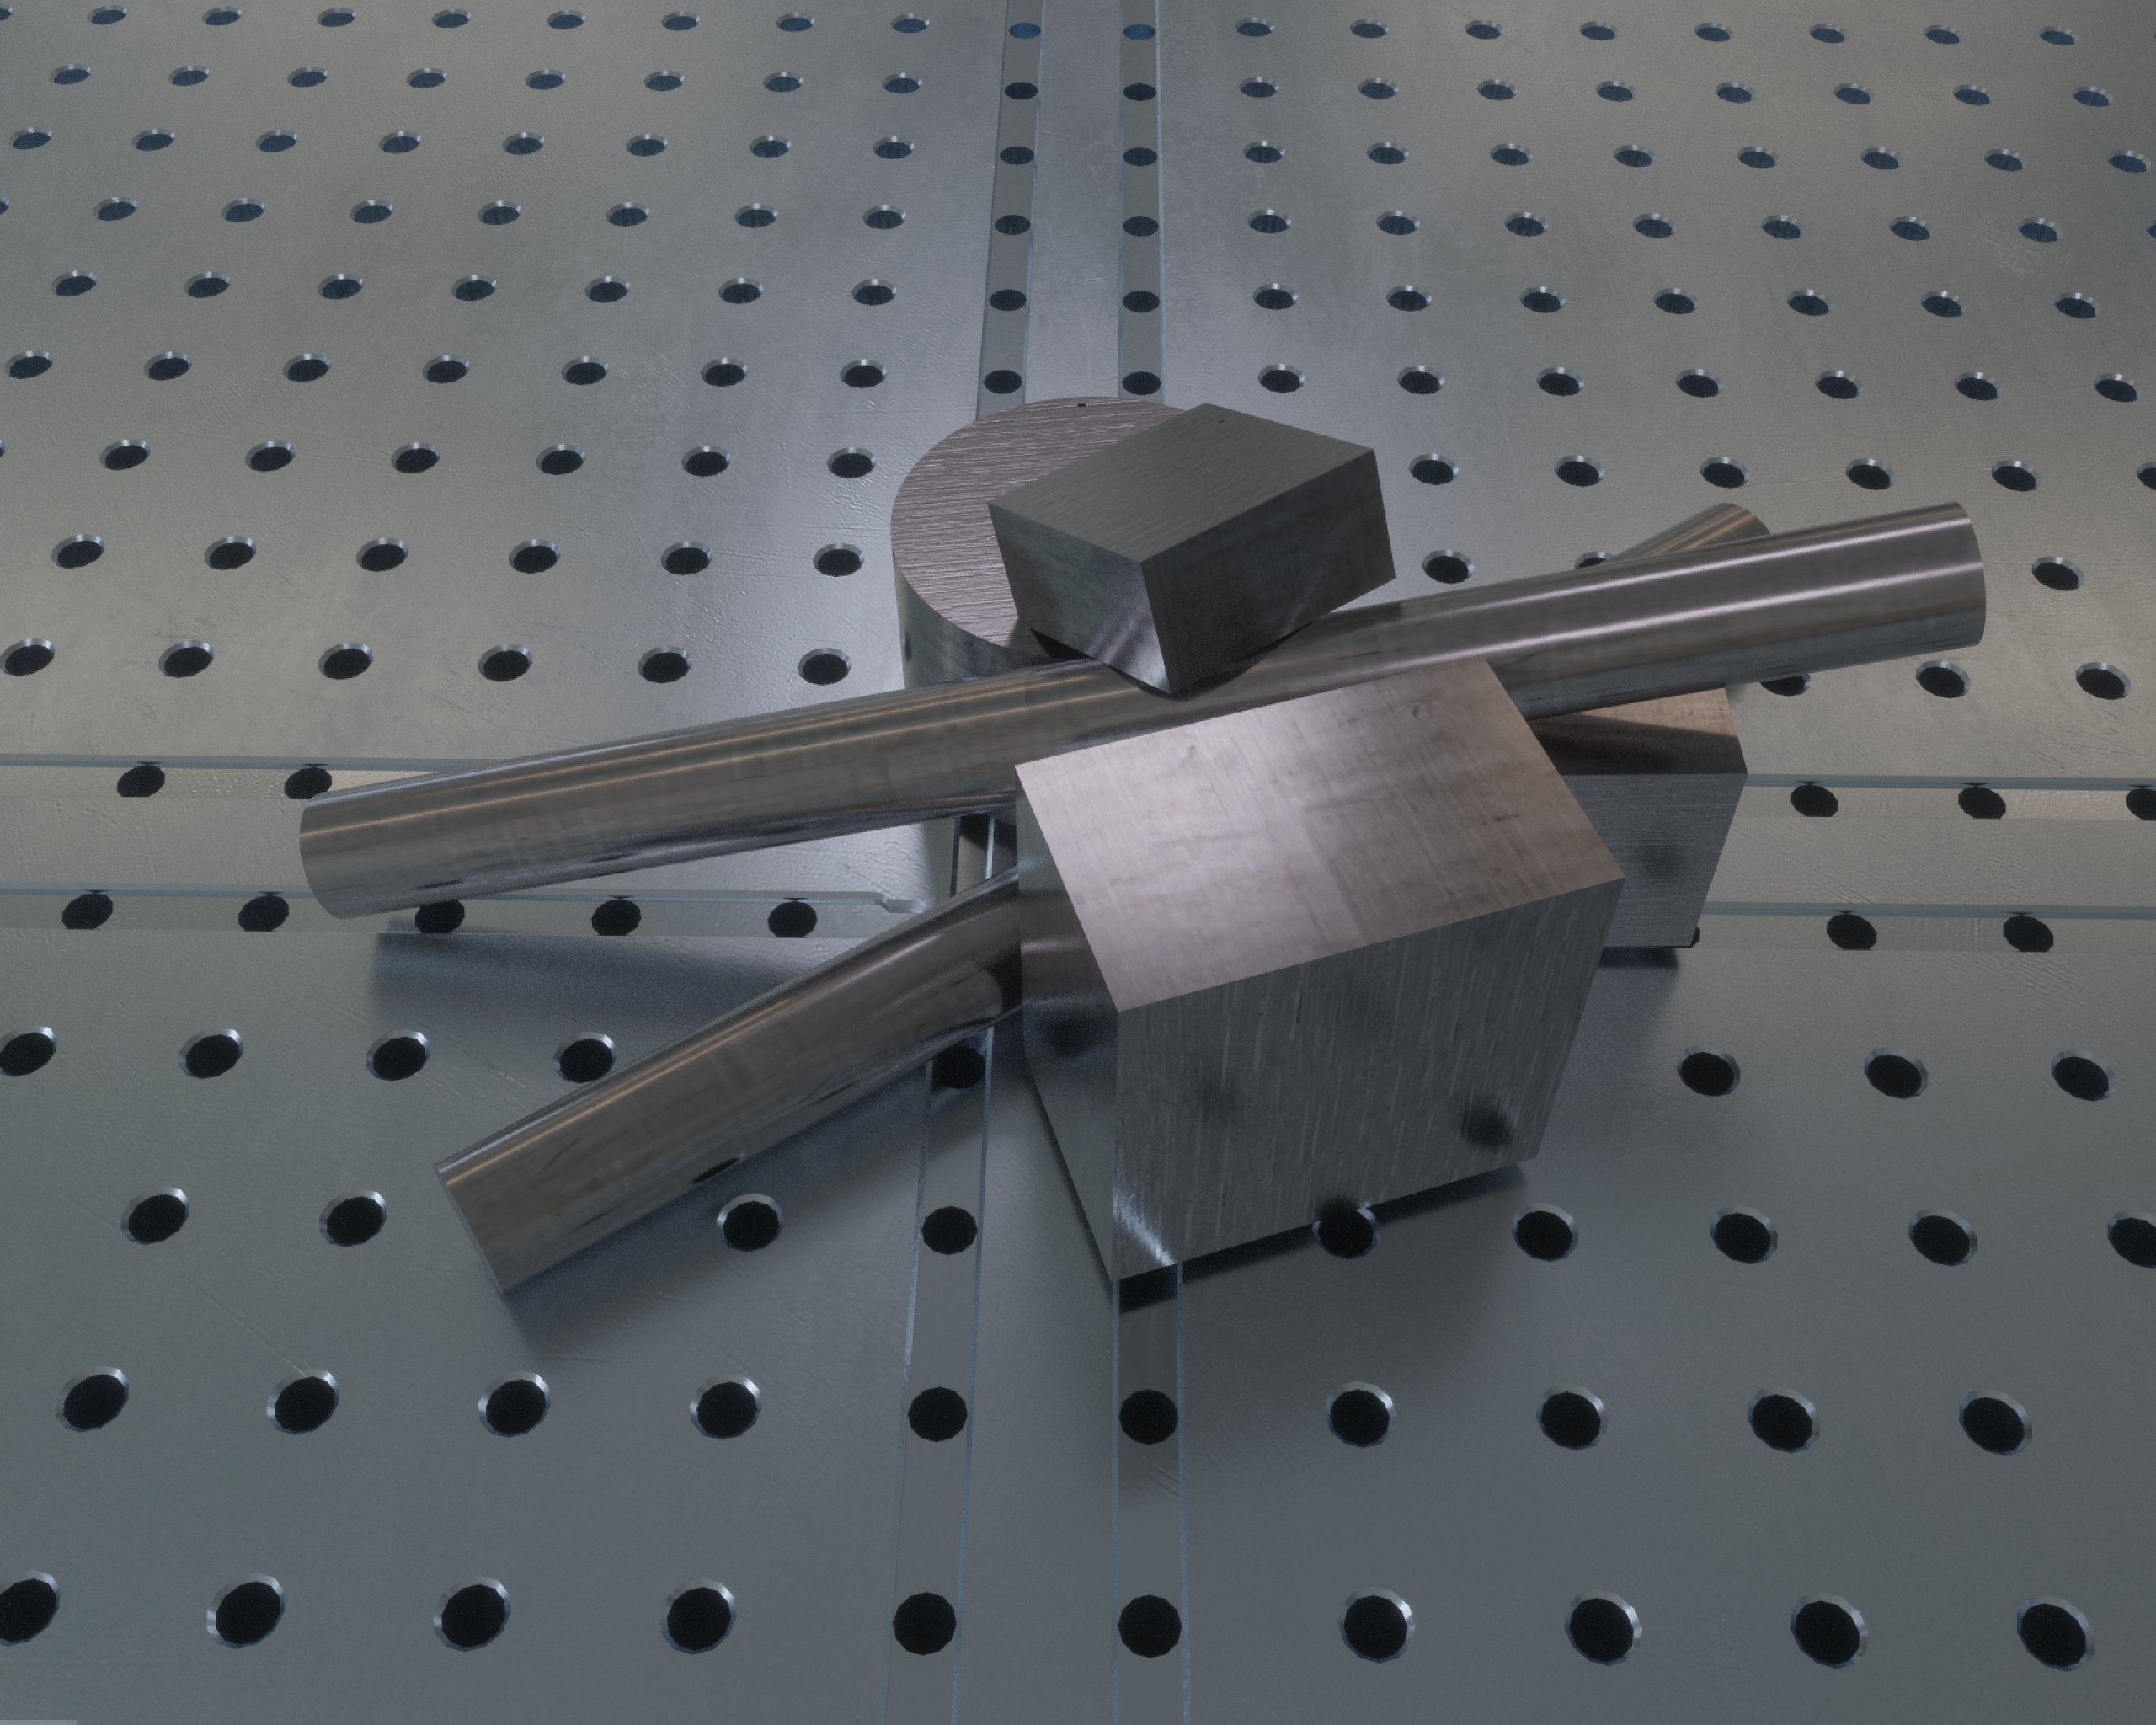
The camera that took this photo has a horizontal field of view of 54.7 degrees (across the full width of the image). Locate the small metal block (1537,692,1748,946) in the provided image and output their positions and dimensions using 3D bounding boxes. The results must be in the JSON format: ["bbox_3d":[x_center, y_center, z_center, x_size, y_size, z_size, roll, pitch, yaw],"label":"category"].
[{"bbox_3d":[0.094,-0.009,0.395,0.050,0.050,0.025,-1,50,1],"label":"small metal block"}]

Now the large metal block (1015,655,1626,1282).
[{"bbox_3d":[0.036,0.019,0.350,0.081,0.080,0.050,-14,52,-12],"label":"large metal block"}]

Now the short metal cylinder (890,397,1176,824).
[{"bbox_3d":[0.003,-0.051,0.430,0.081,0.050,0.080,0,49,0],"label":"short metal cylinder"}]

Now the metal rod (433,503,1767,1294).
[{"bbox_3d":[0.022,-0.003,0.407,0.302,0.025,0.025,-28,55,-22],"label":"metal rod"}]

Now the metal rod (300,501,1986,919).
[{"bbox_3d":[0.004,-0.025,0.378,0.301,0.025,0.025,-9,50,9],"label":"metal rod"}]

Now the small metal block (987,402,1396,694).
[{"bbox_3d":[0.020,-0.058,0.376,0.050,0.025,0.050,-29,33,-22],"label":"small metal block"}]
